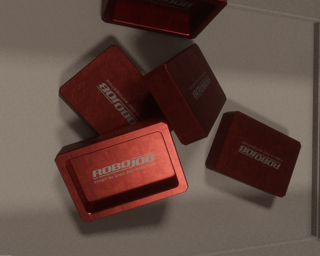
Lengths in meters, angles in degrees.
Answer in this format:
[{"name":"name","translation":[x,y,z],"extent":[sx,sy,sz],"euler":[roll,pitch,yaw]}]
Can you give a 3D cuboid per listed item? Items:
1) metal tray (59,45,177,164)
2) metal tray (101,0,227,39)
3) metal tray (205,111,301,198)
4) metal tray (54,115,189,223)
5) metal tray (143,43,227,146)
[{"name":"metal tray","translation":[-0.049,-0.026,0.390],"extent":[0.090,0.030,0.130],"euler":[-45,104,-15]},{"name":"metal tray","translation":[0.002,-0.153,0.375],"extent":[0.131,0.090,0.030],"euler":[5,75,-20]},{"name":"metal tray","translation":[0.141,0.040,0.462],"extent":[0.131,0.030,0.090],"euler":[24,82,-19]},{"name":"metal tray","translation":[-0.042,0.048,0.362],"extent":[0.131,0.030,0.089],"euler":[-18,106,1]},{"name":"metal tray","translation":[0.038,-0.047,0.381],"extent":[0.090,0.030,0.131],"euler":[59,31,-11]}]
